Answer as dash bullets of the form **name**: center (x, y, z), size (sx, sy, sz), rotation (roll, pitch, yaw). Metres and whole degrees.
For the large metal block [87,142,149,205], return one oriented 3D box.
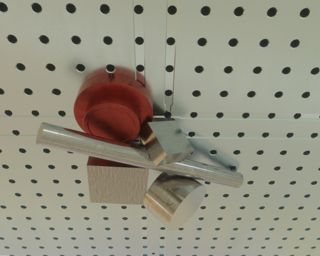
- **large metal block**: center (-0.058, 0.065, 0.446), size (0.081, 0.050, 0.079), rotation (4, 130, -4)

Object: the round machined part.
- **round machined part**: center (-0.058, -0.015, 0.387), size (0.099, 0.042, 0.097), rotation (-1, 130, 0)

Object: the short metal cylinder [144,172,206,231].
- **short metal cylinder**: center (0.023, 0.102, 0.454), size (0.080, 0.050, 0.080), rotation (-36, 145, -29)

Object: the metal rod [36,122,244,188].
- **metal rod**: center (-0.003, 0.043, 0.406), size (0.302, 0.025, 0.025), rotation (17, 129, -31)

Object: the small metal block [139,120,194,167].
- **small metal block**: center (0.008, 0.018, 0.398), size (0.050, 0.050, 0.025), rotation (-5, 145, -44)
